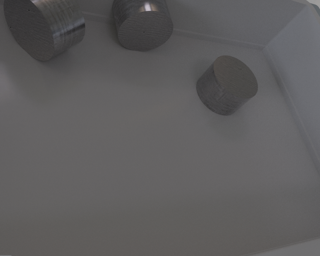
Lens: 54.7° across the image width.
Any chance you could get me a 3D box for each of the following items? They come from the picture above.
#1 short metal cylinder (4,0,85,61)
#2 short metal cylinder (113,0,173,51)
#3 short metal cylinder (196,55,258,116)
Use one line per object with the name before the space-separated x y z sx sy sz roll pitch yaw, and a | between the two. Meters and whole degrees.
short metal cylinder | -0.138 -0.129 0.374 0.080 0.080 0.050 43 51 1
short metal cylinder | -0.025 -0.158 0.453 0.081 0.080 0.050 0 62 -28
short metal cylinder | 0.105 -0.066 0.486 0.081 0.050 0.080 14 56 -21
